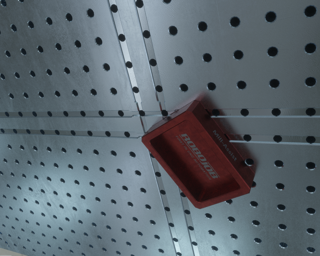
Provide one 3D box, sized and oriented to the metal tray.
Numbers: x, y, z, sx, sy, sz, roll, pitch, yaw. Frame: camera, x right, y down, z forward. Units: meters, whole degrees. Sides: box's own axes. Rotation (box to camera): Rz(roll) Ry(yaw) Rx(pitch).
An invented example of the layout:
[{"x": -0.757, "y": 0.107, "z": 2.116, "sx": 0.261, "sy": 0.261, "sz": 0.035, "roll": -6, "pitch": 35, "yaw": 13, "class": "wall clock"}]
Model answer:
[{"x": 0.049, "y": 0.039, "z": 0.405, "sx": 0.090, "sy": 0.030, "sz": 0.130, "roll": -31, "pitch": 102, "yaw": 37, "class": "metal tray"}]
